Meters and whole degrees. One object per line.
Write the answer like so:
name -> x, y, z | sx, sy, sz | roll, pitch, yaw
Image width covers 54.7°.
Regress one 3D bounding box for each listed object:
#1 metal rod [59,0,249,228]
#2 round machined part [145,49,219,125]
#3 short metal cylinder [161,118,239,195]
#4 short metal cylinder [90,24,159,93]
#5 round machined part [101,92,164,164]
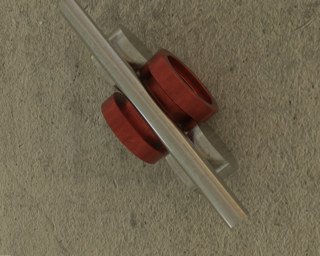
metal rod -> -0.015, -0.026, 0.330 | 0.025, 0.025, 0.300 | -42, 77, 15
round machined part -> 0.021, -0.043, 0.364 | 0.042, 0.098, 0.098 | -42, 77, 20
short metal cylinder -> 0.047, 0.030, 0.364 | 0.050, 0.080, 0.080 | -41, 78, 15
short metal cylinder -> -0.041, -0.084, 0.394 | 0.050, 0.080, 0.080 | -41, 78, 15
round machined part -> -0.021, -0.007, 0.377 | 0.042, 0.098, 0.098 | -40, 78, 11
